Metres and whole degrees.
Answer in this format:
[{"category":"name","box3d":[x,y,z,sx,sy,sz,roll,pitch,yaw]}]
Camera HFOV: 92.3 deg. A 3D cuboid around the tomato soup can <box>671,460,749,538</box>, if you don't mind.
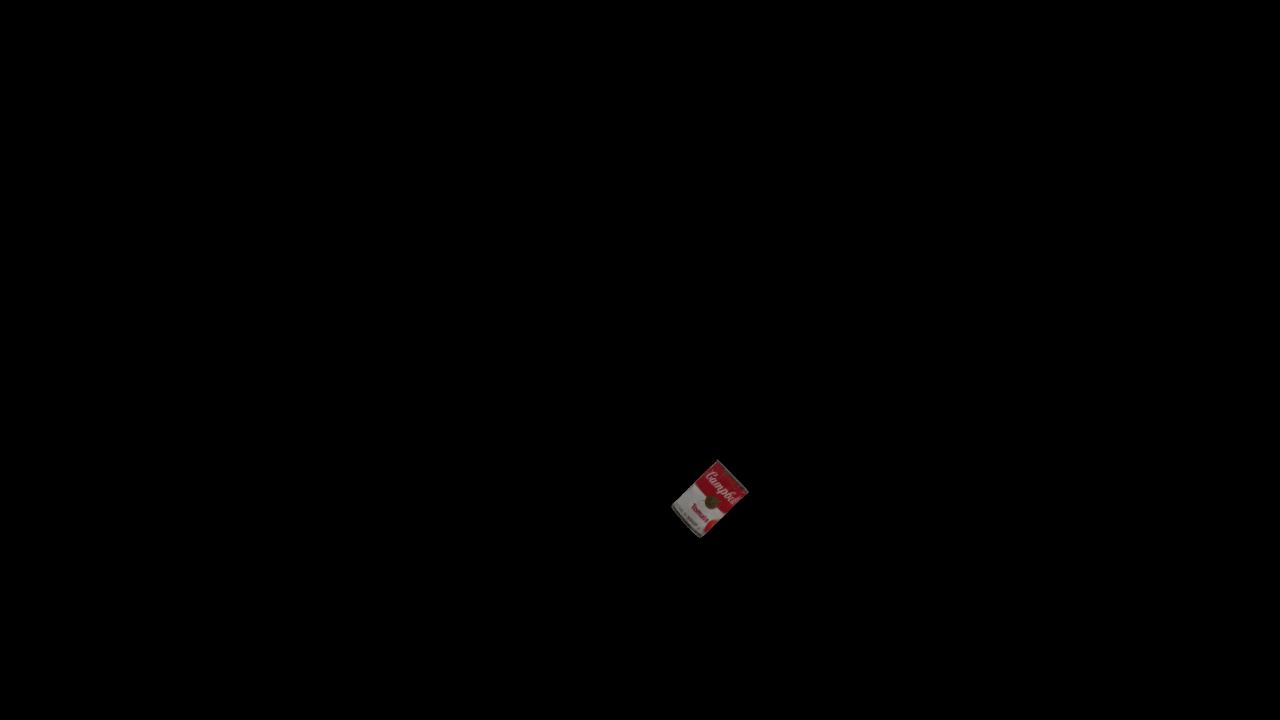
[{"category":"tomato soup can","box3d":[0.105,0.209,0.929,0.101,0.068,0.068,-44,0,0]}]
